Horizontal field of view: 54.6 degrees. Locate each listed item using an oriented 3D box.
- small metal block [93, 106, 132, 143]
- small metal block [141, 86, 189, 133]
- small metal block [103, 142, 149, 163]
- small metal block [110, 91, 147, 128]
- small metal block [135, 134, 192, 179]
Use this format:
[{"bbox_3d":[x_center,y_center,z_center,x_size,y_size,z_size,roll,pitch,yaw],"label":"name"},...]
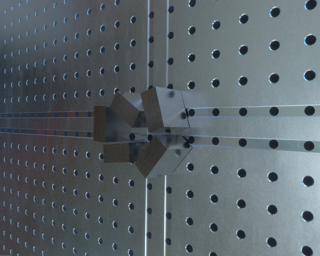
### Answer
[{"bbox_3d":[-0.068,-0.006,0.450,0.025,0.050,0.050,5,94,40],"label":"small metal block"},{"bbox_3d":[0.007,-0.022,0.388,0.025,0.050,0.050,-21,76,38],"label":"small metal block"},{"bbox_3d":[-0.042,0.033,0.428,0.050,0.050,0.025,-6,86,40],"label":"small metal block"},{"bbox_3d":[-0.030,-0.025,0.419,0.050,0.050,0.025,41,116,32],"label":"small metal block"},{"bbox_3d":[0.004,0.035,0.390,0.025,0.050,0.050,50,120,29],"label":"small metal block"}]
